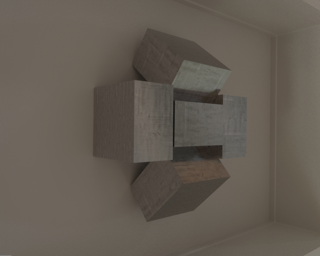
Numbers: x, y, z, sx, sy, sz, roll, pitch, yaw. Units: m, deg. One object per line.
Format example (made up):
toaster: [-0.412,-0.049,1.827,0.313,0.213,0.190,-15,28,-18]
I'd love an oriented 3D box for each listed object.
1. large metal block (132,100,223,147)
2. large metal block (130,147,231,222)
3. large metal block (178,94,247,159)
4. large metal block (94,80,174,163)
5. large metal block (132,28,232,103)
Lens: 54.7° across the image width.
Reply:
large metal block: [0.021,-0.005,0.386,0.081,0.080,0.050,1,90,-40]
large metal block: [0.024,0.066,0.381,0.081,0.080,0.050,1,48,-41]
large metal block: [0.071,-0.002,0.429,0.050,0.080,0.080,1,90,-40]
large metal block: [-0.031,-0.006,0.343,0.050,0.080,0.080,1,90,-40]
large metal block: [0.026,-0.075,0.382,0.081,0.080,0.050,2,126,-40]
